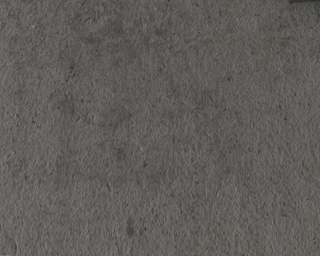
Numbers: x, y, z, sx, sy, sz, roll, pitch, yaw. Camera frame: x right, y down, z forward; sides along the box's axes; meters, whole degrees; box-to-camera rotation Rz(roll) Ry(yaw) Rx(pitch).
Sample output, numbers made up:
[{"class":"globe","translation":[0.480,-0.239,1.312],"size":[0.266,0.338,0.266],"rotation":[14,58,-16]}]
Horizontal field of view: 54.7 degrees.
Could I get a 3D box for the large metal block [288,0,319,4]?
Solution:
[{"class":"large metal block","translation":[0.242,-0.249,0.487],"size":[0.081,0.050,0.080],"rotation":[-6,70,-2]}]
